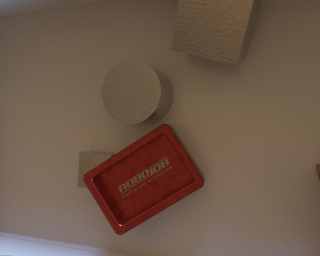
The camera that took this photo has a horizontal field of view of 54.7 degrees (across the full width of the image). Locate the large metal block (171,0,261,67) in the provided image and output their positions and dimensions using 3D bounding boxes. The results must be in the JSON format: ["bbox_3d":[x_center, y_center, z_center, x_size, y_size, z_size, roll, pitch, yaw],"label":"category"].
[{"bbox_3d":[0.065,-0.125,0.359,0.080,0.050,0.079,19,119,18],"label":"large metal block"}]

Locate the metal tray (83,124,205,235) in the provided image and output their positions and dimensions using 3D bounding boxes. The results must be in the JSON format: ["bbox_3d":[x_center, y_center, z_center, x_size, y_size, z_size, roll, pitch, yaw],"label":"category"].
[{"bbox_3d":[-0.020,0.065,0.397,0.130,0.030,0.090,-33,86,7],"label":"metal tray"}]

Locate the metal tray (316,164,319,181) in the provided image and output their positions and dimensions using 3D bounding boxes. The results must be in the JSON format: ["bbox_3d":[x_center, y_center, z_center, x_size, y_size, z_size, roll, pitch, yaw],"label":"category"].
[{"bbox_3d":[0.195,0.101,0.307,0.030,0.090,0.129,-16,85,19],"label":"metal tray"}]

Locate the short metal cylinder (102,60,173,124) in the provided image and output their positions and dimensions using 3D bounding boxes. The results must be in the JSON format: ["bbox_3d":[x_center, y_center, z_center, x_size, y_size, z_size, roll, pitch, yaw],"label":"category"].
[{"bbox_3d":[-0.028,-0.045,0.406,0.080,0.050,0.079,0,90,19],"label":"short metal cylinder"}]

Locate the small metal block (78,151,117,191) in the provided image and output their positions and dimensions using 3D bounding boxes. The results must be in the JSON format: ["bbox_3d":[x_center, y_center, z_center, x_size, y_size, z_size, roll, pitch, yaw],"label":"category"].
[{"bbox_3d":[-0.087,0.060,0.440,0.050,0.025,0.050,3,91,19],"label":"small metal block"}]
